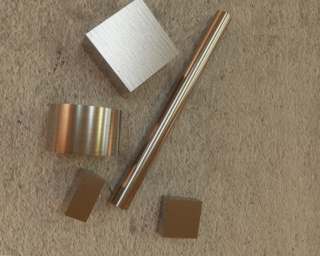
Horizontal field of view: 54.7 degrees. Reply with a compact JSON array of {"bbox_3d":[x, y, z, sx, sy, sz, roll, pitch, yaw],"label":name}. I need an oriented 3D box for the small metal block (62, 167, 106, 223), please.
[{"bbox_3d":[-0.090,0.076,0.363,0.025,0.050,0.050,27,81,-18],"label":"small metal block"}]

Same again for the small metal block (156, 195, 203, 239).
[{"bbox_3d":[0.026,0.120,0.420,0.050,0.025,0.050,10,87,-20],"label":"small metal block"}]

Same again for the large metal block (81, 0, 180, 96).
[{"bbox_3d":[-0.037,-0.098,0.383,0.080,0.050,0.080,-41,104,-16],"label":"large metal block"}]

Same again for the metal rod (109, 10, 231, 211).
[{"bbox_3d":[0.019,-0.031,0.417,0.025,0.025,0.300,32,79,-18],"label":"metal rod"}]

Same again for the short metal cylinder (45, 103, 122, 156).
[{"bbox_3d":[-0.085,0.002,0.349,0.081,0.080,0.050,5,88,-20],"label":"short metal cylinder"}]
